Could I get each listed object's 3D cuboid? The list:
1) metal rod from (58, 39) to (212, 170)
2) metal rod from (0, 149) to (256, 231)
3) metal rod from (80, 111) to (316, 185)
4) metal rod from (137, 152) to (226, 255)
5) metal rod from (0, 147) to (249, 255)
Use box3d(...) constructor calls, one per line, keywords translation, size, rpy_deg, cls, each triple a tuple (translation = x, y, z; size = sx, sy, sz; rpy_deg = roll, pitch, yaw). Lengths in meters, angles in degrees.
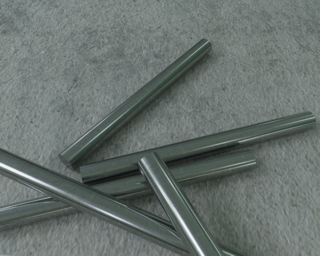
box3d(translation=(-0.018, -0.049, 0.443), size=(0.025, 0.025, 0.301), rpy_deg=(32, 56, 23), cls="metal rod")
box3d(translation=(-0.036, 0.067, 0.345), size=(0.302, 0.025, 0.025), rpy_deg=(-12, 51, -10), cls="metal rod")
box3d(translation=(0.055, 0.022, 0.384), size=(0.302, 0.025, 0.025), rpy_deg=(-13, 51, -11), cls="metal rod")
box3d(translation=(0.065, 0.145, 0.250), size=(0.025, 0.025, 0.299), rpy_deg=(-25, 64, -20), cls="metal rod")
box3d(translation=(-0.036, 0.086, 0.306), size=(0.301, 0.025, 0.025), rpy_deg=(22, 53, 7), cls="metal rod")
